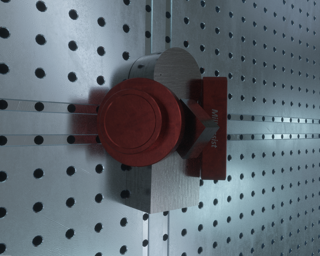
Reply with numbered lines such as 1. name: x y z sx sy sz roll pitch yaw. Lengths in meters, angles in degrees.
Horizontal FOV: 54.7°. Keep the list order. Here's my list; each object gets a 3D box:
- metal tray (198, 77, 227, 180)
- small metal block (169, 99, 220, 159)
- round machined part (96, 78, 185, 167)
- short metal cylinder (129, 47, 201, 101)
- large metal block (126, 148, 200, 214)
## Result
1. metal tray: 0.070 0.001 0.427 0.030 0.090 0.129 1 89 3
2. small metal block: 0.034 0.001 0.366 0.025 0.050 0.050 0 133 -43
3. round machined part: -0.025 -0.006 0.335 0.042 0.098 0.097 4 87 -73
4. short metal cylinder: 0.008 -0.059 0.398 0.081 0.050 0.080 0 90 -40
5. large metal block: 0.005 0.059 0.397 0.081 0.050 0.080 3 88 -40
